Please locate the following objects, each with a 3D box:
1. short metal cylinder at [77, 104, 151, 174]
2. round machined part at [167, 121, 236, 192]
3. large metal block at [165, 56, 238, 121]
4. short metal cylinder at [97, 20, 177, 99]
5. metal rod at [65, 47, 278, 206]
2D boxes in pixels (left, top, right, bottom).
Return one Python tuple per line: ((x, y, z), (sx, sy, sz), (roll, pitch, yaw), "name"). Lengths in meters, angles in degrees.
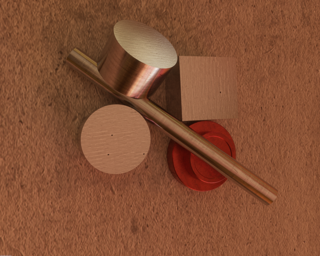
((-0.058, 0.013, 0.377), (0.081, 0.050, 0.080), (0, 90, -20), "short metal cylinder")
((0.063, 0.038, 0.424), (0.099, 0.042, 0.097), (0, 90, -20), "round machined part")
((0.055, -0.051, 0.415), (0.081, 0.050, 0.079), (-3, 91, -20), "large metal block")
((-0.027, -0.081, 0.367), (0.080, 0.050, 0.080), (21, 43, -21), "short metal cylinder")
((0.017, 0.000, 0.381), (0.301, 0.025, 0.025), (35, 78, -3), "metal rod")
